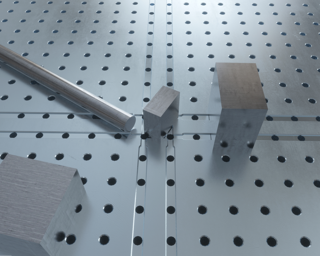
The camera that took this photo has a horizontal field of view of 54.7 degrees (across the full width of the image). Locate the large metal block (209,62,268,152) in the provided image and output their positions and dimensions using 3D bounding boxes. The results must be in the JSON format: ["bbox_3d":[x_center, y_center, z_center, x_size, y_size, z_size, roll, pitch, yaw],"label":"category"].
[{"bbox_3d":[0.094,-0.026,0.394,0.050,0.080,0.080,1,50,1],"label":"large metal block"}]

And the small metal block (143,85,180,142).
[{"bbox_3d":[0.002,-0.019,0.407,0.025,0.050,0.050,24,54,18],"label":"small metal block"}]

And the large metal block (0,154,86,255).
[{"bbox_3d":[-0.135,0.081,0.322,0.080,0.050,0.080,11,51,9],"label":"large metal block"}]

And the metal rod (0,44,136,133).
[{"bbox_3d":[-0.163,-0.071,0.465,0.300,0.025,0.025,28,56,21],"label":"metal rod"}]
